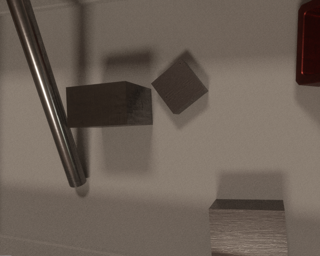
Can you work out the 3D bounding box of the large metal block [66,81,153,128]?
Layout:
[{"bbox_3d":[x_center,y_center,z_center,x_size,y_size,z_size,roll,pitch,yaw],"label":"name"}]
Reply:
[{"bbox_3d":[-0.062,-0.027,0.402,0.080,0.080,0.050,-3,89,19],"label":"large metal block"}]

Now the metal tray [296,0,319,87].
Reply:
[{"bbox_3d":[0.189,-0.090,0.293,0.030,0.130,0.089,2,91,-19],"label":"metal tray"}]

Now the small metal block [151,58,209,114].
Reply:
[{"bbox_3d":[0.026,-0.053,0.401,0.050,0.025,0.050,-39,78,15],"label":"small metal block"}]

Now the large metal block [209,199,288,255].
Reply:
[{"bbox_3d":[0.104,0.129,0.360,0.080,0.050,0.079,-4,89,19],"label":"large metal block"}]

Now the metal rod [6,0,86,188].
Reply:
[{"bbox_3d":[-0.146,-0.055,0.396,0.025,0.025,0.298,-2,114,20],"label":"metal rod"}]
